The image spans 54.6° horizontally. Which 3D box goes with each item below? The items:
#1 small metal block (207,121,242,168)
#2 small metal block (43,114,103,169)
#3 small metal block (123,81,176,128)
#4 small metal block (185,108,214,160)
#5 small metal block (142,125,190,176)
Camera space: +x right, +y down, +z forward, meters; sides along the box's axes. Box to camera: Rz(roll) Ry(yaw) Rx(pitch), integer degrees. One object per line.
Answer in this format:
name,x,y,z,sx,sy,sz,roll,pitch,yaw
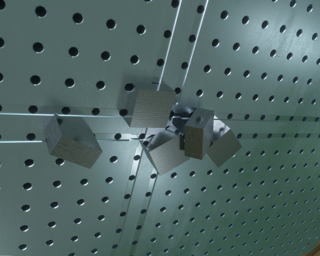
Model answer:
small metal block,0.091,0.026,0.476,0.050,0.025,0.050,-42,130,0
small metal block,-0.099,0.015,0.350,0.050,0.050,0.025,28,103,-38
small metal block,-0.013,-0.028,0.386,0.050,0.025,0.050,1,118,-29
small metal block,0.055,0.007,0.427,0.050,0.025,0.050,-51,146,-50
small metal block,0.010,0.032,0.435,0.050,0.025,0.050,-29,128,-10
